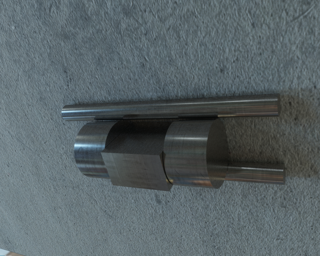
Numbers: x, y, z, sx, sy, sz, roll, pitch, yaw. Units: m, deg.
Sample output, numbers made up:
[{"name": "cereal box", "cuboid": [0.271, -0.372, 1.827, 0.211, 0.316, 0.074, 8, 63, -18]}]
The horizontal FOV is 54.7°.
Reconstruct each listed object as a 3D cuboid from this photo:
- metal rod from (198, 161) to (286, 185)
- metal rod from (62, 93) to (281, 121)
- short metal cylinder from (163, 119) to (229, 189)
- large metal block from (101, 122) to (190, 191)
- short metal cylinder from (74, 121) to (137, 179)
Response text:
[{"name": "metal rod", "cuboid": [0.014, 0.055, 0.435, 0.300, 0.025, 0.025, 0, 118, 28]}, {"name": "metal rod", "cuboid": [-0.007, -0.023, 0.398, 0.300, 0.025, 0.025, 0, 118, 28]}, {"name": "short metal cylinder", "cuboid": [0.045, 0.030, 0.367, 0.050, 0.080, 0.080, -1, 118, 29]}, {"name": "large metal block", "cuboid": [-0.014, 0.032, 0.397, 0.080, 0.080, 0.050, 0, 119, 28]}, {"name": "short metal cylinder", "cuboid": [-0.071, 0.030, 0.428, 0.050, 0.080, 0.080, -1, 118, 29]}]
